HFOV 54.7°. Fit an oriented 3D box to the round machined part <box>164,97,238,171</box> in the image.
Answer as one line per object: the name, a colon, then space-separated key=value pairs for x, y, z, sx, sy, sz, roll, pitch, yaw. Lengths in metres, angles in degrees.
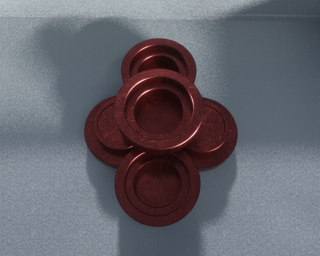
round machined part: x=0.051 y=0.004 z=0.397 sx=0.099 sy=0.042 sz=0.098 roll=0 pitch=70 yaw=-1

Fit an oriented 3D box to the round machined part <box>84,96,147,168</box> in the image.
round machined part: x=-0.048 y=0.001 z=0.398 sx=0.099 sy=0.042 sz=0.098 roll=0 pitch=70 yaw=-1

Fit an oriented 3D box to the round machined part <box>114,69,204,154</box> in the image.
round machined part: x=-0.001 y=-0.016 z=0.360 sx=0.099 sy=0.042 sz=0.098 roll=0 pitch=70 yaw=-1

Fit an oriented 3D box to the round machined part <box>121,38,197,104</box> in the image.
round machined part: x=-0.001 y=-0.070 z=0.424 sx=0.099 sy=0.042 sz=0.098 roll=0 pitch=70 yaw=-1

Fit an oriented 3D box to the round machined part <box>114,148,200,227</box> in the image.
round machined part: x=-0.003 y=0.069 z=0.373 sx=0.099 sy=0.042 sz=0.098 roll=0 pitch=70 yaw=-1
